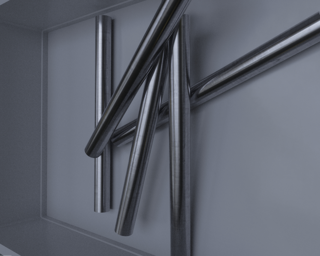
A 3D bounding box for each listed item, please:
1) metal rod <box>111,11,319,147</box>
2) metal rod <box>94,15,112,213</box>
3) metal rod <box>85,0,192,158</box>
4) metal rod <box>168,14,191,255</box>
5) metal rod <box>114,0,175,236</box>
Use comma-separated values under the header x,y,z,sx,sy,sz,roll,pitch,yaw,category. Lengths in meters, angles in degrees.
x,y,z,sx,sy,sz,roll,pitch,yaw,category
0.044,-0.040,0.370,0.299,0.025,0.025,-28,73,36,metal rod
-0.088,-0.021,0.479,0.025,0.025,0.298,1,91,40,metal rod
-0.030,-0.061,0.367,0.025,0.025,0.298,57,132,25,metal rod
0.023,0.024,0.363,0.025,0.025,0.298,6,101,40,metal rod
-0.017,-0.006,0.386,0.025,0.025,0.298,21,103,38,metal rod
